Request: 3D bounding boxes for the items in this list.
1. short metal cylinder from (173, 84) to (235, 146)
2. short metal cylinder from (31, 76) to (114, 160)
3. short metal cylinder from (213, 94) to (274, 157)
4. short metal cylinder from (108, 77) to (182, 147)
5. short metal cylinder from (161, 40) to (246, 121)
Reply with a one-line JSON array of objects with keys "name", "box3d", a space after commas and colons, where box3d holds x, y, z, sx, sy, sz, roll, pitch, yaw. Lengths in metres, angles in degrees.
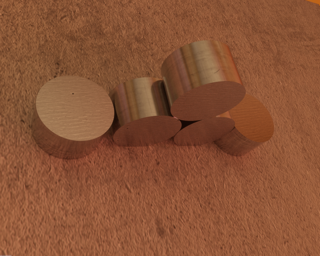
[{"name": "short metal cylinder", "box3d": [0.051, -0.016, 0.408, 0.081, 0.080, 0.050, 0, 61, -28]}, {"name": "short metal cylinder", "box3d": [-0.097, -0.011, 0.343, 0.081, 0.050, 0.080, 14, 56, -21]}, {"name": "short metal cylinder", "box3d": [0.118, -0.004, 0.454, 0.081, 0.050, 0.080, 14, 56, -21]}, {"name": "short metal cylinder", "box3d": [-0.019, -0.017, 0.369, 0.081, 0.080, 0.050, 0, 62, -28]}, {"name": "short metal cylinder", "box3d": [0.045, -0.048, 0.335, 0.081, 0.080, 0.050, 1, 63, -28]}]
